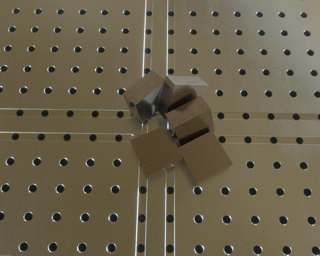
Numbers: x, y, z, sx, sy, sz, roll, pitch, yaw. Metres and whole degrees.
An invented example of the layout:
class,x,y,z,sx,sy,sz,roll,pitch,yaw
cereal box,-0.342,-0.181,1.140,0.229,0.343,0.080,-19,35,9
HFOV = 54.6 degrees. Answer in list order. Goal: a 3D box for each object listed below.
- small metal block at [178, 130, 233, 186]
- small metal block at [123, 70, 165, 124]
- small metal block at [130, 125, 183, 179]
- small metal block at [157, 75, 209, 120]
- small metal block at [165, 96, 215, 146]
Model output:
class,x,y,z,sx,sy,sz,roll,pitch,yaw
small metal block,0.056,0.039,0.398,0.050,0.025,0.050,-26,72,-10
small metal block,-0.017,-0.040,0.411,0.050,0.050,0.025,-42,66,-13
small metal block,-0.004,0.031,0.400,0.050,0.025,0.050,-24,72,-8
small metal block,0.029,-0.039,0.402,0.050,0.050,0.025,-3,36,-27
small metal block,0.039,-0.006,0.396,0.050,0.050,0.025,-28,53,-4
